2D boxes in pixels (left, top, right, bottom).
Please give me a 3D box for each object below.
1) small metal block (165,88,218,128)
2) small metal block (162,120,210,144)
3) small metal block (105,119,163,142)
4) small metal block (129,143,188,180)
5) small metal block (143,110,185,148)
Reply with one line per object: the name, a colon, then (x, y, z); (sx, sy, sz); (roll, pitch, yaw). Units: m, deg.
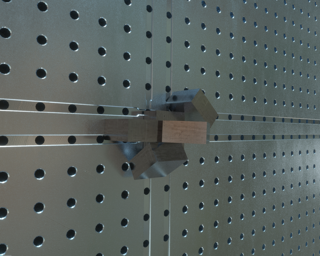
small metal block: (0.044, -0.026, 0.428); (0.050, 0.050, 0.025); (51, 60, -28)
small metal block: (0.033, 0.005, 0.374); (0.050, 0.050, 0.025); (7, 85, -77)
small metal block: (-0.030, 0.003, 0.366); (0.050, 0.050, 0.025); (2, 89, -39)
small metal block: (-0.002, 0.041, 0.387); (0.050, 0.050, 0.025); (2, 58, -40)
small metal block: (0.006, 0.003, 0.413); (0.050, 0.025, 0.050); (2, 89, -41)
